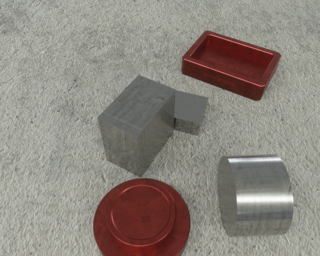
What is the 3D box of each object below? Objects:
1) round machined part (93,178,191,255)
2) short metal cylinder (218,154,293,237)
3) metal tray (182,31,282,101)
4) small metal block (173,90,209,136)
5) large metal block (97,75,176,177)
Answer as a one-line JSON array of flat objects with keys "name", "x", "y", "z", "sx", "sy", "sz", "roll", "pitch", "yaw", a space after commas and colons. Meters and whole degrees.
[{"name": "round machined part", "x": -0.018, "y": 0.093, "z": 0.314, "sx": 0.099, "sy": 0.042, "sz": 0.098, "roll": 0, "pitch": 50, "yaw": 0}, {"name": "short metal cylinder", "x": 0.092, "y": 0.067, "z": 0.312, "sx": 0.050, "sy": 0.080, "sz": 0.080, "roll": -2, "pitch": 50, "yaw": -2}, {"name": "metal tray", "x": 0.111, "y": -0.101, "z": 0.486, "sx": 0.130, "sy": 0.030, "sz": 0.090, "roll": 24, "pitch": 54, "yaw": 18}, {"name": "small metal block", "x": 0.034, "y": -0.022, "z": 0.422, "sx": 0.050, "sy": 0.025, "sz": 0.050, "roll": 15, "pitch": 51, "yaw": 11}, {"name": "large metal block", "x": -0.024, "y": -0.002, "z": 0.369, "sx": 0.050, "sy": 0.080, "sz": 0.080, "roll": 24, "pitch": 54, "yaw": 18}]
